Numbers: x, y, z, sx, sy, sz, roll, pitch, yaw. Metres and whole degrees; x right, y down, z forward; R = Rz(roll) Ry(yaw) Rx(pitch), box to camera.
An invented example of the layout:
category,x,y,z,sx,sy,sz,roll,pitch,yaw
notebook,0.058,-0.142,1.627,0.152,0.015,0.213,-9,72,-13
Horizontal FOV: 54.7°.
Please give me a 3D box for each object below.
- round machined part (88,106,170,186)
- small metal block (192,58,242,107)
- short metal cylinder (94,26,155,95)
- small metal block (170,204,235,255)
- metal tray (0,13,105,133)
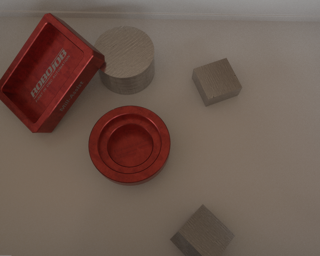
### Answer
category,x,y,z,sx,sy,sz,roll,pitch,yaw
round machined part,-0.037,0.024,0.391,0.099,0.042,0.098,0,70,-1
small metal block,0.079,-0.064,0.434,0.050,0.025,0.050,-20,71,-8
short metal cylinder,-0.048,-0.093,0.430,0.081,0.050,0.080,0,70,-1
small metal block,0.049,0.125,0.354,0.050,0.025,0.050,43,47,14
metal tray,-0.145,-0.068,0.401,0.090,0.030,0.130,42,100,14
